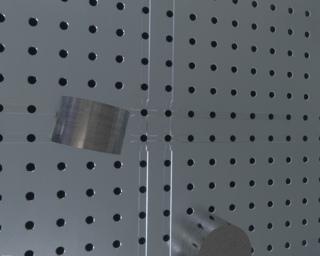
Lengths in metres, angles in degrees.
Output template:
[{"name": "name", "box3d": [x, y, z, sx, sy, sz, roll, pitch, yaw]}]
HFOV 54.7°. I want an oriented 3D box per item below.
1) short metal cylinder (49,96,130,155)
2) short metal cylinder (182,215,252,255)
[{"name": "short metal cylinder", "box3d": [-0.079, -0.002, 0.354, 0.081, 0.080, 0.050, 13, 86, -20]}, {"name": "short metal cylinder", "box3d": [0.077, 0.166, 0.428, 0.081, 0.050, 0.079, 0, 90, -20]}]
